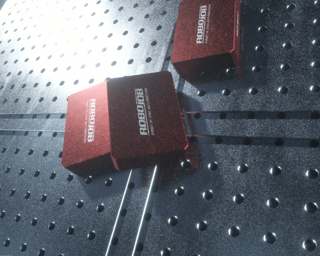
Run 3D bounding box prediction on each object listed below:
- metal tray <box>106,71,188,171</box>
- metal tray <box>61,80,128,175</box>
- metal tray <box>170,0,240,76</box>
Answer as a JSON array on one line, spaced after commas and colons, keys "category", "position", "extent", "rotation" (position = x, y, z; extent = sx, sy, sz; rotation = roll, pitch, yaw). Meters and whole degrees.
[{"category": "metal tray", "position": [-0.019, -0.014, 0.404], "extent": [0.090, 0.030, 0.130], "rotation": [-8, 55, -3]}, {"category": "metal tray", "position": [-0.095, -0.005, 0.459], "extent": [0.090, 0.030, 0.130], "rotation": [-18, 54, 17]}, {"category": "metal tray", "position": [0.069, -0.143, 0.458], "extent": [0.090, 0.030, 0.130], "rotation": [-6, 59, 25]}]
